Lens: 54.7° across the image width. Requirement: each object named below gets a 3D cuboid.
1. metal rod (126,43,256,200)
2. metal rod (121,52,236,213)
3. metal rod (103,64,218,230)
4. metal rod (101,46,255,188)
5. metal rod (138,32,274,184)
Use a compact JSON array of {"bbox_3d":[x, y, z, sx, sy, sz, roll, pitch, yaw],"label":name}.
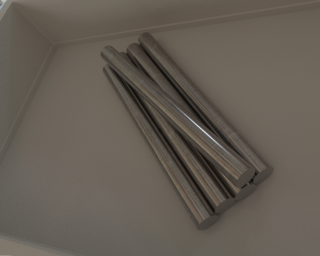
[{"bbox_3d":[0.022,-0.031,0.411,0.025,0.025,0.300,-37,51,4],"label":"metal rod"},{"bbox_3d":[0.002,-0.017,0.413,0.025,0.025,0.300,-37,51,4],"label":"metal rod"},{"bbox_3d":[-0.016,0.001,0.412,0.025,0.025,0.300,-37,51,4],"label":"metal rod"},{"bbox_3d":[0.000,-0.035,0.392,0.025,0.025,0.300,-43,51,-2],"label":"metal rod"},{"bbox_3d":[0.041,-0.048,0.412,0.025,0.025,0.300,-37,51,4],"label":"metal rod"}]
